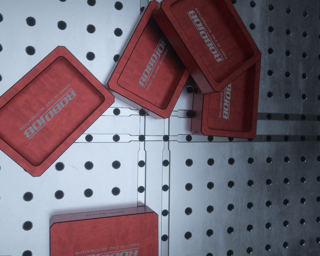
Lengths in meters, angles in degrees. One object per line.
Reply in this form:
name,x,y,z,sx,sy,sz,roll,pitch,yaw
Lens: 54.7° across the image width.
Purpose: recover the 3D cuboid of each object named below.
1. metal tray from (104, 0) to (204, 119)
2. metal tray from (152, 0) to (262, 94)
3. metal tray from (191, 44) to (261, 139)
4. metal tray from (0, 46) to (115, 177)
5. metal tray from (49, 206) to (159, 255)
metal tray,-0.005,-0.087,0.408,0.090,0.030,0.130,28,81,-18
metal tray,0.063,-0.121,0.401,0.090,0.030,0.130,-39,103,-16
metal tray,0.096,-0.051,0.446,0.091,0.030,0.129,5,89,-21
metal tray,-0.130,-0.020,0.362,0.090,0.030,0.130,46,75,-15
metal tray,-0.068,0.151,0.386,0.131,0.030,0.089,0,90,-21
